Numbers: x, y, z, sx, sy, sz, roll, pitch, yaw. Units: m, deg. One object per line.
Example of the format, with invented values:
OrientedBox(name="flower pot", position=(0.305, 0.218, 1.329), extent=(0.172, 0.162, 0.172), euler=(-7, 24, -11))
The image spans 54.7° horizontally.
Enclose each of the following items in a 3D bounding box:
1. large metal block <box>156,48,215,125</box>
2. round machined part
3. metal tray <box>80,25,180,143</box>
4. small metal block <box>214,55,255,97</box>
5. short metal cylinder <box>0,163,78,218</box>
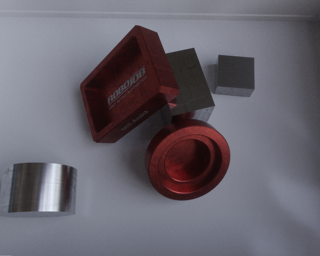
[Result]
OrientedBox(name="large metal block", position=(0.026, -0.042, 0.395), extent=(0.050, 0.080, 0.080), euler=(-14, 71, -7))
OrientedBox(name="round machined part", position=(0.030, 0.034, 0.370), extent=(0.099, 0.042, 0.097), euler=(-6, 114, -13))
OrientedBox(name="metal tray", position=(-0.044, -0.048, 0.377), extent=(0.030, 0.130, 0.090), euler=(5, 59, -46))
OrientedBox(name="small metal block", position=(0.105, -0.073, 0.438), extent=(0.050, 0.025, 0.050), euler=(5, 70, 1))
OrientedBox(name="short metal cylinder", position=(-0.137, 0.073, 0.352), extent=(0.081, 0.080, 0.050), euler=(-2, 70, -1))
